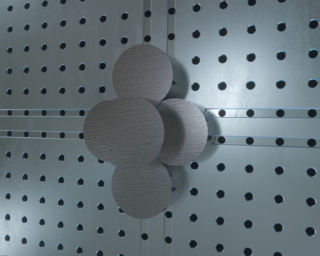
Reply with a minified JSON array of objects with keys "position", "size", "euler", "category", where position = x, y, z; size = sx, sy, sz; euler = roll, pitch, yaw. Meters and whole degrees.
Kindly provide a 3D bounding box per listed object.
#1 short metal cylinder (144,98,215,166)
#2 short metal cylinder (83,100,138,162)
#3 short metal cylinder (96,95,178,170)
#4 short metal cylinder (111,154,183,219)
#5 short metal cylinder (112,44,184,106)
[{"position":[0.025,0.005,0.390],"size":[0.080,0.050,0.080],"euler":[0,90,20],"category":"short metal cylinder"},{"position":[-0.055,0.004,0.419],"size":[0.080,0.050,0.079],"euler":[0,90,20],"category":"short metal cylinder"},{"position":[-0.025,0.005,0.354],"size":[0.080,0.050,0.079],"euler":[0,90,20],"category":"short metal cylinder"},{"position":[-0.016,0.072,0.404],"size":[0.080,0.050,0.080],"euler":[-1,88,19],"category":"short metal cylinder"},{"position":[-0.014,-0.064,0.404],"size":[0.080,0.050,0.079],"euler":[0,90,19],"category":"short metal cylinder"}]
